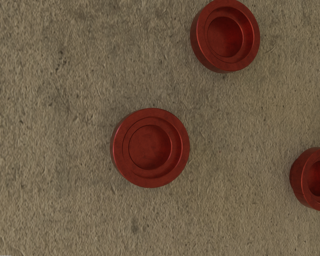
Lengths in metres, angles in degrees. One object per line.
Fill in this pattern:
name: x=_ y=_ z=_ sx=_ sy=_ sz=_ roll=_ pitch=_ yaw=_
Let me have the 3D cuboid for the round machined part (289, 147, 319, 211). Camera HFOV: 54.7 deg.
round machined part: x=0.247 y=0.078 z=0.491 sx=0.099 sy=0.042 sz=0.097 roll=0 pitch=90 yaw=-20

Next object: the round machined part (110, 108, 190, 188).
round machined part: x=-0.015 y=0.024 z=0.394 sx=0.099 sy=0.042 sz=0.097 roll=0 pitch=90 yaw=-20

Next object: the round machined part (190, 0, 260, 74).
round machined part: x=0.086 y=-0.124 z=0.431 sx=0.099 sy=0.042 sz=0.097 roll=0 pitch=90 yaw=-20
